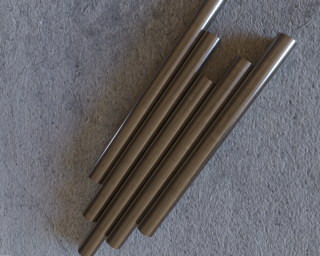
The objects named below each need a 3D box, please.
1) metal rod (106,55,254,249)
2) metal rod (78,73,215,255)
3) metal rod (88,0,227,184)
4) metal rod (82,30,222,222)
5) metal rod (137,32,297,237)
[{"bbox_3d":[0.019,0.039,0.402,0.025,0.025,0.299,38,102,15],"label":"metal rod"},{"bbox_3d":[-0.023,0.059,0.418,0.025,0.025,0.299,38,102,15],"label":"metal rod"},{"bbox_3d":[-0.008,-0.049,0.412,0.025,0.025,0.299,38,102,15],"label":"metal rod"},{"bbox_3d":[-0.016,0.006,0.415,0.025,0.025,0.299,38,102,15],"label":"metal rod"},{"bbox_3d":[0.064,0.017,0.387,0.025,0.025,0.299,38,102,15],"label":"metal rod"}]
